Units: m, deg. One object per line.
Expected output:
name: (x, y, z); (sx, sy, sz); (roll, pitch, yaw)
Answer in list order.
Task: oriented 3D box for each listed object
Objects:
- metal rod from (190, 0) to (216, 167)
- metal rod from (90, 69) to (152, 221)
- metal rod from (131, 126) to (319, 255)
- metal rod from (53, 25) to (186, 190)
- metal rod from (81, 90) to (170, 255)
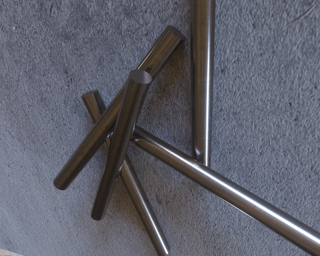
metal rod: (0.046, -0.080, 0.333); (0.025, 0.025, 0.298); (10, 123, 23)
metal rod: (-0.064, 0.046, 0.433); (0.025, 0.025, 0.298); (31, 133, 8)
metal rod: (0.059, 0.062, 0.374); (0.300, 0.025, 0.025); (30, 129, 25)
metal rod: (-0.068, -0.008, 0.410); (0.025, 0.025, 0.299); (42, 121, -1)
metal rod: (-0.046, 0.082, 0.481); (0.025, 0.025, 0.299); (-8, 115, 32)
